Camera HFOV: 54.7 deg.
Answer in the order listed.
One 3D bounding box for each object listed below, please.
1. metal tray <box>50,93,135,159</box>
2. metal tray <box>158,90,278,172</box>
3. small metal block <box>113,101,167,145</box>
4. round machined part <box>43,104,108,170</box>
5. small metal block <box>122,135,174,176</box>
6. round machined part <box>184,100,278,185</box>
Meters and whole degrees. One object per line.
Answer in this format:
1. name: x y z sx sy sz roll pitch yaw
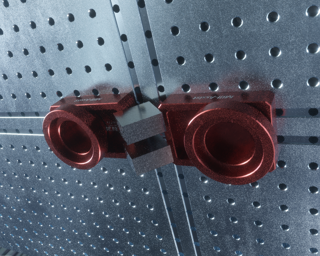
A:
1. metal tray: -0.090 -0.001 0.456 0.130 0.030 0.089 -1 120 28
2. metal tray: 0.070 0.004 0.374 0.130 0.030 0.089 1 119 27
3. small metal block: -0.026 -0.008 0.386 0.050 0.050 0.025 -135 28 -61
4. round machined part: -0.117 0.009 0.451 0.098 0.042 0.097 13 124 21
5. small metal block: -0.017 0.032 0.404 0.050 0.050 0.025 -135 28 -61
6. round machined part: 0.081 0.013 0.349 0.098 0.042 0.097 13 124 21
